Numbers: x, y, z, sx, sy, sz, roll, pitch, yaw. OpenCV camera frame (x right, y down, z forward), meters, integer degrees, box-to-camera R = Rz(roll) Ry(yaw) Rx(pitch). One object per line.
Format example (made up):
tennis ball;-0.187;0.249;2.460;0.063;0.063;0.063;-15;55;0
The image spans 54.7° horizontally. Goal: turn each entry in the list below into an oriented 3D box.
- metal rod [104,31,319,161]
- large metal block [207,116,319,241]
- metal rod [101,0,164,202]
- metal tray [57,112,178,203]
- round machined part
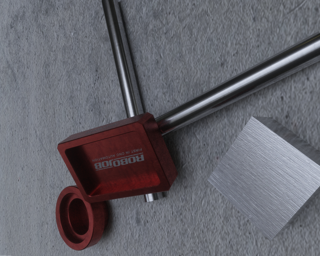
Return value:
metal rod;0.034;-0.018;0.355;0.300;0.025;0.025;-27;73;30
large metal block;0.108;0.044;0.299;0.080;0.050;0.080;44;116;31
metal rod;-0.041;-0.047;0.436;0.025;0.025;0.299;-22;76;37
metal tray;-0.054;0.041;0.383;0.130;0.030;0.090;-15;107;27
round machined part;-0.119;0.138;0.489;0.098;0.042;0.097;0;90;39
